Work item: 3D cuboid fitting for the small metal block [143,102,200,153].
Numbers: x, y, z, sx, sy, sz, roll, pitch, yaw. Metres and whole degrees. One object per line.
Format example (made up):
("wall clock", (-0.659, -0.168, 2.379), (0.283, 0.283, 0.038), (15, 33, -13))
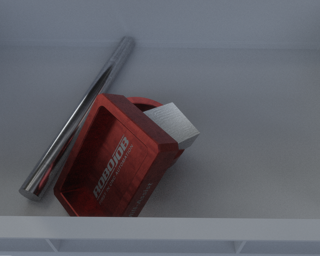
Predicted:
("small metal block", (0.007, 0.003, 0.345), (0.050, 0.025, 0.050), (-22, 63, -41))

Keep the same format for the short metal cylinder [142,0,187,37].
("short metal cylinder", (0.009, -0.212, 0.570), (0.081, 0.050, 0.080), (0, 50, 0))

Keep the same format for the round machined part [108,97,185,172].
("round machined part", (-0.021, 0.012, 0.370), (0.099, 0.042, 0.098), (15, 45, -16))

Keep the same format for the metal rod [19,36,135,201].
("metal rod", (-0.099, -0.035, 0.433), (0.025, 0.025, 0.300), (14, 51, 11))

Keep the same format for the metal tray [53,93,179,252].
("metal tray", (-0.049, 0.043, 0.306), (0.090, 0.129, 0.030), (41, 23, 28))
